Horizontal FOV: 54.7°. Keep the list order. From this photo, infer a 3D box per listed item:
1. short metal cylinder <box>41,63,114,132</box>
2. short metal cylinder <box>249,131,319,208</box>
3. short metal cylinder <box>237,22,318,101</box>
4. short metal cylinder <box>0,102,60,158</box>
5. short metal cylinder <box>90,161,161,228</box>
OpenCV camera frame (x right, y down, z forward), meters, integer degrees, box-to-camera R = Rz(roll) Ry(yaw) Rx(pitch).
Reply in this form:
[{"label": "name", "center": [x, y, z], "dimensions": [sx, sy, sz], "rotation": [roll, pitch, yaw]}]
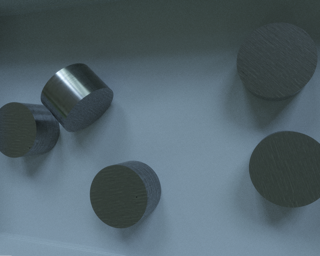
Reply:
[{"label": "short metal cylinder", "center": [-0.111, -0.040, 0.419], "dimensions": [0.050, 0.080, 0.080], "rotation": [45, 104, 14]}, {"label": "short metal cylinder", "center": [0.143, 0.043, 0.347], "dimensions": [0.080, 0.050, 0.079], "rotation": [0, 90, 19]}, {"label": "short metal cylinder", "center": [0.131, -0.072, 0.351], "dimensions": [0.080, 0.050, 0.079], "rotation": [0, 90, 19]}, {"label": "short metal cylinder", "center": [-0.201, 0.003, 0.466], "dimensions": [0.080, 0.050, 0.079], "rotation": [0, 90, 19]}, {"label": "short metal cylinder", "center": [-0.045, 0.086, 0.412], "dimensions": [0.080, 0.050, 0.079], "rotation": [0, 90, 19]}]
